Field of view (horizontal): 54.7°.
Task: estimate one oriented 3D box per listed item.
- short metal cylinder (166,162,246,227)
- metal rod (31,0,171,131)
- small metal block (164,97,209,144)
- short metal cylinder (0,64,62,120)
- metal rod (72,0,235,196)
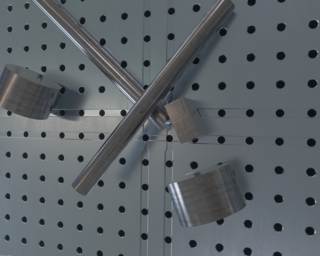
[{"bbox_3d":[0.054,0.077,0.364,0.080,0.080,0.050,-21,83,19],"label":"short metal cylinder"},{"bbox_3d":[-0.093,-0.108,0.445,0.300,0.025,0.025,45,104,14],"label":"metal rod"},{"bbox_3d":[0.034,-0.009,0.387,0.025,0.050,0.050,-26,82,18],"label":"small metal block"},{"bbox_3d":[-0.192,-0.053,0.451,0.080,0.080,0.050,30,100,17],"label":"short metal cylinder"},{"bbox_3d":[-0.010,-0.039,0.390,0.025,0.025,0.299,39,93,15],"label":"metal rod"}]
